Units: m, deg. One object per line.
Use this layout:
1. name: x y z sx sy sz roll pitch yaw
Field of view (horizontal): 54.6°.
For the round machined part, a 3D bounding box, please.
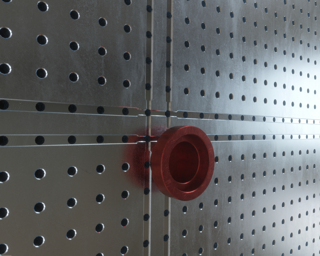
1. round machined part: 0.026 0.045 0.419 0.099 0.042 0.097 0 90 -40
